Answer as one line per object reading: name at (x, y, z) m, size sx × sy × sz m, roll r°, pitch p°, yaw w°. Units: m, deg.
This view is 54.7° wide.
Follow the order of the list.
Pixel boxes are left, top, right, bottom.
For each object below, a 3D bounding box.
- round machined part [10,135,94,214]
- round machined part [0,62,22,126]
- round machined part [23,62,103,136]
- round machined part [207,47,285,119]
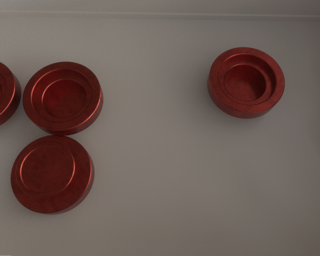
round machined part at (-0.134, 0.054, 0.379) m, size 0.099 × 0.042 × 0.098 m, roll 0°, pitch 70°, yaw -1°
round machined part at (-0.234, -0.040, 0.412) m, size 0.099 × 0.042 × 0.098 m, roll 0°, pitch 70°, yaw -1°
round machined part at (-0.124, -0.035, 0.412) m, size 0.099 × 0.042 × 0.098 m, roll 0°, pitch 70°, yaw -1°
round machined part at (0.114, -0.057, 0.423) m, size 0.099 × 0.042 × 0.098 m, roll 0°, pitch 70°, yaw -1°
